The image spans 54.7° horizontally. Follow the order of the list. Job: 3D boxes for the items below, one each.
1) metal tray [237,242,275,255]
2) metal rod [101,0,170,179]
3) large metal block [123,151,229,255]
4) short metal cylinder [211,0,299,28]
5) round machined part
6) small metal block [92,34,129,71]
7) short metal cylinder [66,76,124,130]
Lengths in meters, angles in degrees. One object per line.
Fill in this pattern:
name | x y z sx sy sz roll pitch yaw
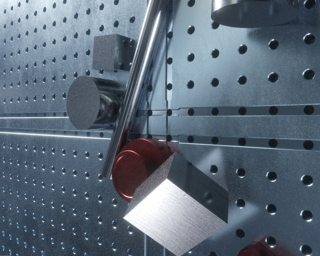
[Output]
metal tray | 0.100 0.200 0.323 0.090 0.030 0.129 35 112 34
metal rod | -0.034 -0.065 0.436 0.025 0.025 0.298 28 108 36
large metal block | 0.020 0.087 0.352 0.080 0.050 0.080 38 120 -9
short metal cylinder | 0.091 -0.133 0.298 0.080 0.081 0.050 5 93 40
round machined part | -0.028 0.063 0.421 0.098 0.042 0.097 0 90 40
small metal block | -0.076 -0.114 0.472 0.050 0.025 0.050 8 95 39
short metal cylinder | -0.098 -0.037 0.474 0.080 0.050 0.079 0 90 40
